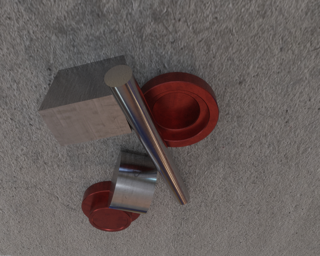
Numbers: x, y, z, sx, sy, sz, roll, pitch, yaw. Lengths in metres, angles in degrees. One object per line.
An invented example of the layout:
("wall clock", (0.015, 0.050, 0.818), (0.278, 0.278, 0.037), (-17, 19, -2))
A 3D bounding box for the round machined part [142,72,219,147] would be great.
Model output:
("round machined part", (0.019, -0.026, 0.374), (0.099, 0.042, 0.097), (0, 130, 0))

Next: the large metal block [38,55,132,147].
("large metal block", (-0.074, -0.032, 0.343), (0.080, 0.080, 0.050), (-11, 129, 9))

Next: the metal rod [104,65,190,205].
("metal rod", (0.001, 0.035, 0.384), (0.025, 0.025, 0.299), (-11, 146, 9))

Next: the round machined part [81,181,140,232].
("round machined part", (-0.080, 0.135, 0.510), (0.099, 0.042, 0.097), (0, 130, 0))

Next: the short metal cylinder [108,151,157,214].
("short metal cylinder", (-0.040, 0.077, 0.436), (0.050, 0.080, 0.079), (13, 129, -11))
